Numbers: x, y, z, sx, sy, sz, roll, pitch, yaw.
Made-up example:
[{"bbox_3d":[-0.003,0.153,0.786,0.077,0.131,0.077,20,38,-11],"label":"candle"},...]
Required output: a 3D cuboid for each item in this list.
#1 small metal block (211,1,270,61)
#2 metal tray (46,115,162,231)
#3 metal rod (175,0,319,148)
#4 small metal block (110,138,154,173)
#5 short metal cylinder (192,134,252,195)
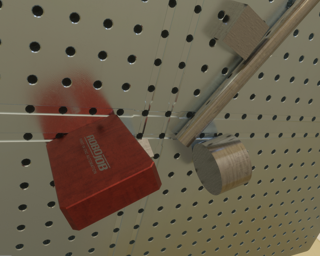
[{"bbox_3d":[0.102,-0.123,0.393,0.050,0.025,0.050,25,104,-37],"label":"small metal block"},{"bbox_3d":[-0.066,0.037,0.330,0.091,0.130,0.030,-25,122,-14],"label":"metal tray"},{"bbox_3d":[0.129,-0.092,0.426,0.299,0.025,0.025,-49,129,6],"label":"metal rod"},{"bbox_3d":[-0.040,0.039,0.398,0.050,0.025,0.050,-16,165,-20],"label":"small metal block"},{"bbox_3d":[0.090,0.053,0.460,0.050,0.080,0.079,-17,126,-19],"label":"short metal cylinder"}]
